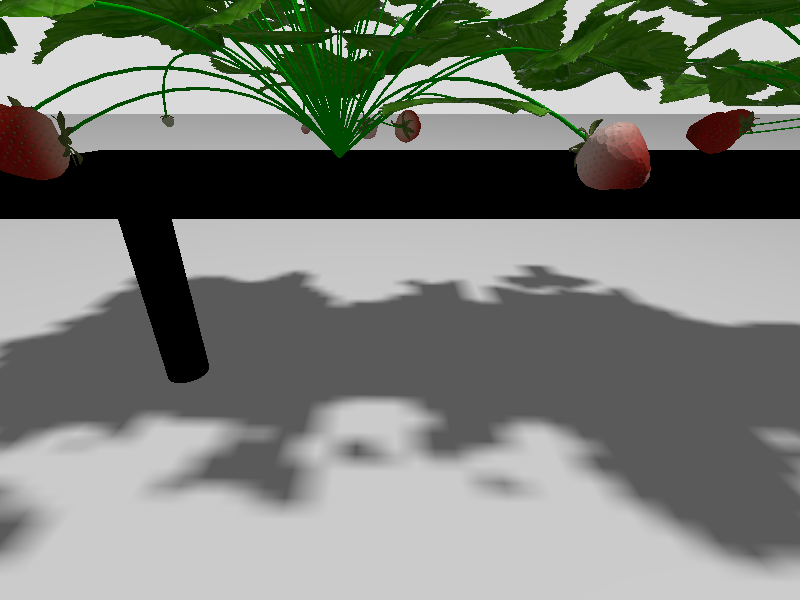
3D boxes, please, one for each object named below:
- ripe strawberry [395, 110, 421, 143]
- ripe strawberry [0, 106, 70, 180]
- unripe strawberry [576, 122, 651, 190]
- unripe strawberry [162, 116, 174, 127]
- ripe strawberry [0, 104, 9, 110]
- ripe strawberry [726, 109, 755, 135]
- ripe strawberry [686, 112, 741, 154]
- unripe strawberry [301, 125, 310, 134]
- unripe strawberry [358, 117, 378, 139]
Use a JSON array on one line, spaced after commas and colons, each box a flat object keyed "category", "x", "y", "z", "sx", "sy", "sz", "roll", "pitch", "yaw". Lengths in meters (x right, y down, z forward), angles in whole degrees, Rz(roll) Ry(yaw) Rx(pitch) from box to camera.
[{"category": "ripe strawberry", "x": 0.010, "y": -0.193, "z": 0.445, "sx": 0.029, "sy": 0.033, "sz": 0.032, "roll": 11, "pitch": 28, "yaw": 21}, {"category": "ripe strawberry", "x": -0.220, "y": -0.089, "z": 0.232, "sx": 0.041, "sy": 0.041, "sz": 0.038, "roll": -20, "pitch": 32, "yaw": -25}, {"category": "unripe strawberry", "x": 0.108, "y": -0.069, "z": 0.199, "sx": 0.034, "sy": 0.033, "sz": 0.032, "roll": 43, "pitch": 44, "yaw": 21}, {"category": "unripe strawberry", "x": -0.233, "y": -0.180, "z": 0.404, "sx": 0.010, "sy": 0.010, "sz": 0.011, "roll": 12, "pitch": 29, "yaw": 24}, {"category": "ripe strawberry", "x": -0.293, "y": -0.119, "z": 0.289, "sx": 0.045, "sy": 0.044, "sz": 0.042, "roll": -23, "pitch": 28, "yaw": 2}, {"category": "ripe strawberry", "x": 0.392, "y": -0.208, "z": 0.474, "sx": 0.038, "sy": 0.033, "sz": 0.038, "roll": -1, "pitch": 26, "yaw": -2}, {"category": "ripe strawberry", "x": 0.266, "y": -0.143, "z": 0.344, "sx": 0.034, "sy": 0.033, "sz": 0.037, "roll": 3, "pitch": 26, "yaw": 8}, {"category": "unripe strawberry", "x": -0.111, "y": -0.202, "z": 0.474, "sx": 0.011, "sy": 0.010, "sz": 0.010, "roll": -9, "pitch": 28, "yaw": -18}, {"category": "unripe strawberry", "x": -0.040, "y": -0.211, "z": 0.493, "sx": 0.025, "sy": 0.026, "sz": 0.027, "roll": 1, "pitch": 9, "yaw": 3}]
